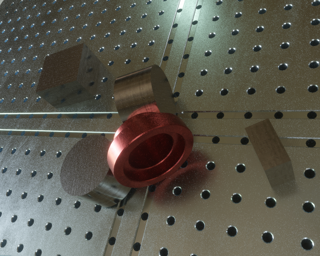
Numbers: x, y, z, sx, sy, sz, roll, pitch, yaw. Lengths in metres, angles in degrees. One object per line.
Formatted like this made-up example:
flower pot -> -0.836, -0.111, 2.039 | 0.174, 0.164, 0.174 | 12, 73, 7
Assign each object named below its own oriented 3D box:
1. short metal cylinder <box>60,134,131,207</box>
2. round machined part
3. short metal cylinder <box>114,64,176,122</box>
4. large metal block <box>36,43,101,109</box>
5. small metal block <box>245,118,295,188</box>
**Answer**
short metal cylinder -> -0.078, 0.055, 0.394 | 0.080, 0.050, 0.080 | -16, 55, 24
round machined part -> -0.014, 0.020, 0.355 | 0.098, 0.098, 0.042 | -38, 52, 3
short metal cylinder -> -0.017, -0.037, 0.403 | 0.050, 0.080, 0.080 | -15, 56, 20
large metal block -> -0.152, -0.087, 0.523 | 0.080, 0.050, 0.080 | -12, 57, 21
small metal block -> 0.113, 0.026, 0.317 | 0.025, 0.050, 0.050 | -24, 53, 13
